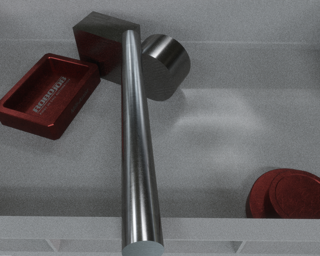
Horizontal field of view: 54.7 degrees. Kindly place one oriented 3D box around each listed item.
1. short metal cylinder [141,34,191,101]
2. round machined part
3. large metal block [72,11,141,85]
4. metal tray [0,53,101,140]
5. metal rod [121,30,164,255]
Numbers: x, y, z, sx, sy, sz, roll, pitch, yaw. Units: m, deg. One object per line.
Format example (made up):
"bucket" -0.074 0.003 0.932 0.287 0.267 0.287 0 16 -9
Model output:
"short metal cylinder" -0.004 -0.085 0.441 0.080 0.080 0.050 23 54 17
"round machined part" 0.144 0.083 0.326 0.099 0.042 0.098 0 50 0
"large metal block" -0.076 -0.119 0.468 0.080 0.080 0.050 21 53 16
"metal tray" -0.154 -0.050 0.441 0.090 0.030 0.130 15 52 12
"metal rod" -0.025 -0.023 0.297 0.025 0.025 0.300 -4 40 -4
